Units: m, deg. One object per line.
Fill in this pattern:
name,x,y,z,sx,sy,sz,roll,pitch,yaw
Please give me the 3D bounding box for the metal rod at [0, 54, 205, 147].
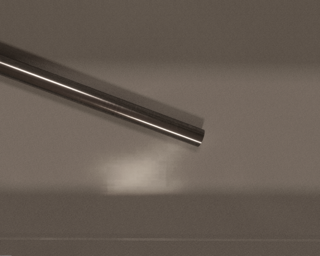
metal rod,-0.086,-0.038,0.396,0.302,0.025,0.025,20,109,-8
